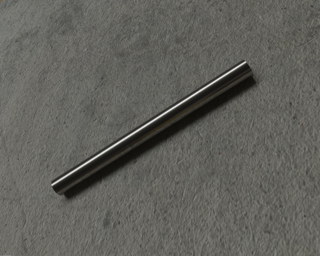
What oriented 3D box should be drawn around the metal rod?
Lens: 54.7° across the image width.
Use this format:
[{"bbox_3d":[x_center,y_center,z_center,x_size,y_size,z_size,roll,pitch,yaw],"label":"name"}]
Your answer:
[{"bbox_3d":[-0.015,0.003,0.410,0.300,0.025,0.025,-32,52,7],"label":"metal rod"}]
